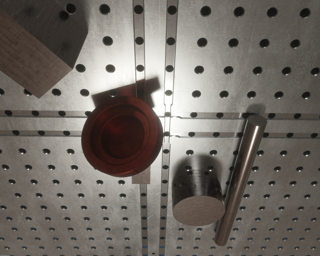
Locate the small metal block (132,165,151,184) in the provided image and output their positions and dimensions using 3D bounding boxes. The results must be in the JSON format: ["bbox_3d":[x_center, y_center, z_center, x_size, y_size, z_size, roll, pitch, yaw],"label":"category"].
[{"bbox_3d":[-0.025,0.043,0.431,0.025,0.050,0.050,1,130,-2],"label":"small metal block"}]

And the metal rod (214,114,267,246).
[{"bbox_3d":[0.122,0.103,0.501,0.025,0.025,0.298,1,130,-2],"label":"metal rod"}]

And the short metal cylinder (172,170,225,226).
[{"bbox_3d":[0.059,0.112,0.492,0.081,0.050,0.079,-1,130,0],"label":"short metal cylinder"}]

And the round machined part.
[{"bbox_3d":[-0.043,0.013,0.383,0.098,0.098,0.042,-14,159,11],"label":"round machined part"}]

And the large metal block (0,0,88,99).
[{"bbox_3d":[-0.123,-0.089,0.298,0.050,0.080,0.080,-33,123,24],"label":"large metal block"}]
